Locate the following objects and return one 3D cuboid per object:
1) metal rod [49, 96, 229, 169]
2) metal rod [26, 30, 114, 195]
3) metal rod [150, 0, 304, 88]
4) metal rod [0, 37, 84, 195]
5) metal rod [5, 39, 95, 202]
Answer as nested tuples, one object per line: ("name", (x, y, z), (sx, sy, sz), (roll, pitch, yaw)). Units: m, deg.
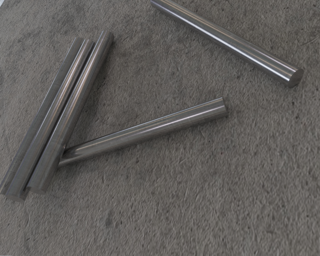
("metal rod", (-0.056, 0.017, 0.423), (0.301, 0.025, 0.025), (-18, 55, 17))
("metal rod", (-0.126, -0.043, 0.475), (0.025, 0.025, 0.300), (-4, 53, 26))
("metal rod", (0.075, -0.140, 0.450), (0.025, 0.025, 0.300), (-43, 51, -1))
("metal rod", (-0.190, -0.030, 0.522), (0.025, 0.025, 0.300), (4, 63, 30))
("metal rod", (-0.159, -0.030, 0.484), (0.025, 0.025, 0.300), (-4, 53, 26))
